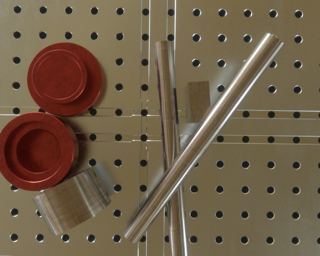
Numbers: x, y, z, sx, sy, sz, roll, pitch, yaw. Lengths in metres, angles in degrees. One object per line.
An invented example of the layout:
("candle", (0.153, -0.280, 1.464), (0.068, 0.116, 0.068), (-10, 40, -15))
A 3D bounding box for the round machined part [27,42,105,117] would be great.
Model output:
("round machined part", (-0.125, -0.064, 0.404), (0.099, 0.042, 0.097), (0, 90, 0))

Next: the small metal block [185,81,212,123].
("small metal block", (0.049, -0.032, 0.401), (0.025, 0.050, 0.050), (-4, 90, 0))

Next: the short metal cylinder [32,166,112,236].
("short metal cylinder", (-0.108, 0.089, 0.385), (0.080, 0.080, 0.050), (-28, 91, 0))

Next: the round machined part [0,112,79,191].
("round machined part", (-0.154, 0.030, 0.401), (0.099, 0.042, 0.097), (0, 87, 2))

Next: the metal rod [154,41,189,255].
("metal rod", (0.016, 0.036, 0.413), (0.025, 0.025, 0.298), (-4, 90, 0))

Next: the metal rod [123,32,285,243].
("metal rod", (0.043, 0.023, 0.372), (0.025, 0.025, 0.299), (34, 105, 0))
